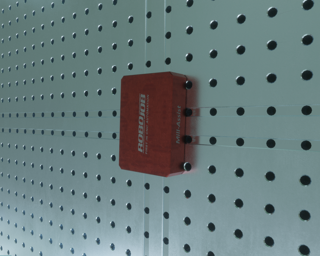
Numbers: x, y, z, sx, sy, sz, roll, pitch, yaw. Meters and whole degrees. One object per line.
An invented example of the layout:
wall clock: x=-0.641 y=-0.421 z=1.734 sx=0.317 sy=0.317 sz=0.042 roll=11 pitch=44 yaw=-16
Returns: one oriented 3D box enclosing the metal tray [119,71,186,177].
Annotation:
metal tray: x=-0.012 y=-0.006 z=0.413 sx=0.090 sy=0.030 sz=0.129 roll=3 pitch=92 yaw=39
